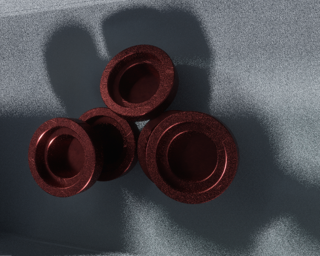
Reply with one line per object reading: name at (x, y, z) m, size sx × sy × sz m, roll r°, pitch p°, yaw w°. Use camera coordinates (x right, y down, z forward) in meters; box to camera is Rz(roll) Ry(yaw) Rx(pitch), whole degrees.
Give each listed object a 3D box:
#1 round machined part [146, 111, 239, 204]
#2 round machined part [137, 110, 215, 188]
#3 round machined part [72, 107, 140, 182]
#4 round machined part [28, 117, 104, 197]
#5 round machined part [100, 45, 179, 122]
round machined part at (0.038, 0.031, 0.342) m, size 0.098 × 0.042 × 0.097 m, roll 0°, pitch 90°, yaw 20°
round machined part at (0.025, 0.027, 0.392) m, size 0.098 × 0.042 × 0.097 m, roll 0°, pitch 90°, yaw 20°
round machined part at (-0.070, 0.021, 0.425) m, size 0.098 × 0.042 × 0.097 m, roll 0°, pitch 90°, yaw 20°
round machined part at (-0.114, 0.035, 0.396) m, size 0.098 × 0.042 × 0.097 m, roll 0°, pitch 90°, yaw 20°
round machined part at (-0.023, -0.053, 0.397) m, size 0.098 × 0.042 × 0.098 m, roll -6°, pitch 70°, yaw 16°
